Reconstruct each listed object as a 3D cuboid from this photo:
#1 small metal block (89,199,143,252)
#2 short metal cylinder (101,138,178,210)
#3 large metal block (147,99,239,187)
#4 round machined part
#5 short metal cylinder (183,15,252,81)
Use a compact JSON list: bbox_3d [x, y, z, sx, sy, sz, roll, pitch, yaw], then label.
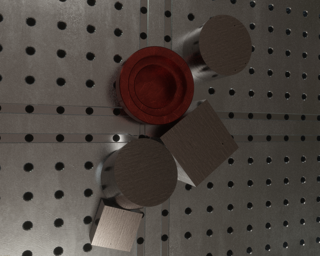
[{"bbox_3d":[-0.056,0.123,0.391,0.050,0.025,0.050,19,89,-20],"label":"small metal block"},{"bbox_3d":[-0.026,0.057,0.378,0.081,0.050,0.080,10,68,-26],"label":"short metal cylinder"},{"bbox_3d":[0.044,0.019,0.417,0.080,0.050,0.080,-39,103,-16],"label":"large metal block"},{"bbox_3d":[-0.009,-0.052,0.401,0.099,0.042,0.097,0,90,-21],"label":"round machined part"},{"bbox_3d":[0.078,-0.109,0.430,0.081,0.050,0.079,0,90,-21],"label":"short metal cylinder"}]
